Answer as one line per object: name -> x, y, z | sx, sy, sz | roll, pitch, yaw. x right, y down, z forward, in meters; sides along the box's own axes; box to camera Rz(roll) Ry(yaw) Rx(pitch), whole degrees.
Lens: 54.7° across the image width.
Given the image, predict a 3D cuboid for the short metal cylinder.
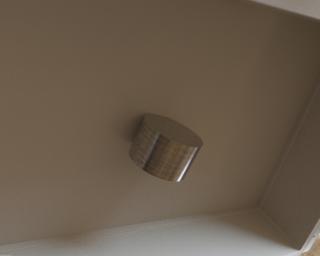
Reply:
short metal cylinder -> 0.007, 0.023, 0.393 | 0.081, 0.080, 0.050 | 13, 112, -34
